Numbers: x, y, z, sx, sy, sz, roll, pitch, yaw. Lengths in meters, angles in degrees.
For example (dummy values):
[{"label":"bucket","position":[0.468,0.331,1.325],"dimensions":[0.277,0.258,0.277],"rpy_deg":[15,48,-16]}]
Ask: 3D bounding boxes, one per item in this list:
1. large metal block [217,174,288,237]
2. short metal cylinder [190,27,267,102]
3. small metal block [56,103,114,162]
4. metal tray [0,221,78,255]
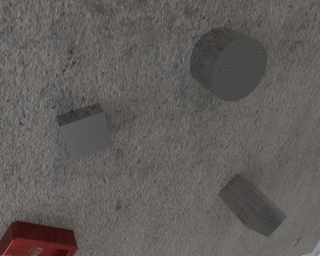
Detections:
[{"label":"large metal block","position":[0.162,0.136,0.544],"dimensions":[0.080,0.080,0.050],"rpy_deg":[33,100,-38]},{"label":"short metal cylinder","position":[0.085,-0.080,0.388],"dimensions":[0.081,0.050,0.079],"rpy_deg":[-14,124,-21]},{"label":"small metal block","position":[-0.087,0.004,0.362],"dimensions":[0.050,0.025,0.050],"rpy_deg":[-20,126,-16]},{"label":"metal tray","position":[-0.185,0.191,0.420],"dimensions":[0.090,0.030,0.130],"rpy_deg":[27,103,-38]}]
